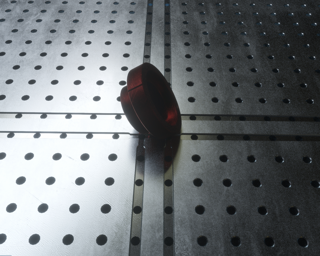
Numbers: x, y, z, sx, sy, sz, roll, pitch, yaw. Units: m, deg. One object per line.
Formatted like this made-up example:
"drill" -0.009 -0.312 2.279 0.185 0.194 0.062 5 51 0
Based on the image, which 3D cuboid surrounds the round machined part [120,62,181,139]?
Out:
"round machined part" -0.014 -0.031 0.397 0.042 0.098 0.098 -23 46 22
